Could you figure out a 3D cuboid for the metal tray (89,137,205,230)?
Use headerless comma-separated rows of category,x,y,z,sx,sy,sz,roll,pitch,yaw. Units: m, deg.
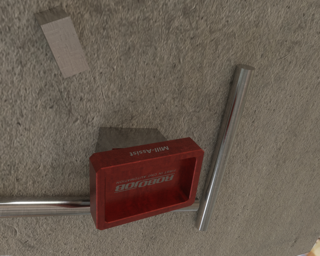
metal tray,-0.016,0.065,0.371,0.131,0.030,0.089,-8,122,-25

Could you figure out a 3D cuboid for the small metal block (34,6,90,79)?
small metal block,-0.092,-0.082,0.291,0.025,0.050,0.050,-25,128,-14

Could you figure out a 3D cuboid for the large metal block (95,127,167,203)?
large metal block,-0.039,0.046,0.400,0.081,0.050,0.079,2,118,-30

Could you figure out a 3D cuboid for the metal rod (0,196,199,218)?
metal rod,-0.068,0.109,0.438,0.302,0.025,0.025,8,114,-32

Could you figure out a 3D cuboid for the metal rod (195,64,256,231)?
metal rod,0.097,0.047,0.490,0.025,0.025,0.298,-6,121,-26
